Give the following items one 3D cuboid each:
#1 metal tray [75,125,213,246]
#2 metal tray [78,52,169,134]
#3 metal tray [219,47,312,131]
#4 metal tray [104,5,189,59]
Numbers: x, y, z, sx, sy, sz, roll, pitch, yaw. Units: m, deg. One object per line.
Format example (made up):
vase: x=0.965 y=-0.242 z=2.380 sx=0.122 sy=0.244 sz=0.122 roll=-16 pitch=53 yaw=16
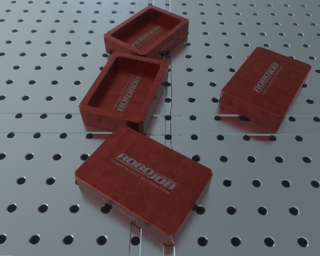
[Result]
metal tray: x=-0.018 y=0.059 z=0.355 sx=0.130 sy=0.030 sz=0.090 roll=26 pitch=55 yaw=20
metal tray: x=-0.047 y=-0.054 z=0.448 sx=0.090 sy=0.030 sz=0.130 roll=13 pitch=51 yaw=10
metal tray: x=0.157 y=-0.063 z=0.460 sx=0.090 sy=0.030 sz=0.131 roll=28 pitch=55 yaw=21
metal tray: x=-0.021 y=-0.162 z=0.540 sx=0.090 sy=0.030 sz=0.131 roll=30 pitch=56 yaw=22
